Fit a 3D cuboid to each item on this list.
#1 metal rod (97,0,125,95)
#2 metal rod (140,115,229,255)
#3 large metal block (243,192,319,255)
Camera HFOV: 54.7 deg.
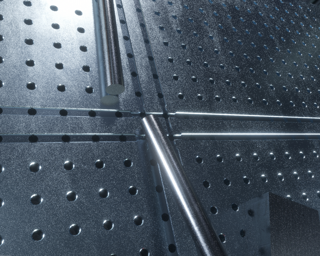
[{"bbox_3d":[-0.082,-0.182,0.474,0.025,0.025,0.299,4,60,-26],"label":"metal rod"},{"bbox_3d":[0.042,0.103,0.324,0.025,0.025,0.299,-4,50,-30],"label":"metal rod"},{"bbox_3d":[0.154,0.137,0.391,0.080,0.050,0.080,22,53,-15],"label":"large metal block"}]
